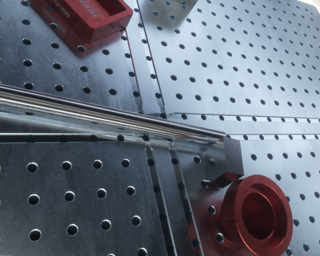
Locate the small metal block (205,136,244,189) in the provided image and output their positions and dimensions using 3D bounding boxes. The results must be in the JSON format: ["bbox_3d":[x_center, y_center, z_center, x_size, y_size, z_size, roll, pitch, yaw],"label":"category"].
[{"bbox_3d":[0.083,0.046,0.410,0.025,0.050,0.050,14,56,-18],"label":"small metal block"}]

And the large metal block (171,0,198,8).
[{"bbox_3d":[0.043,-0.280,0.569,0.081,0.080,0.050,11,57,-23],"label":"large metal block"}]

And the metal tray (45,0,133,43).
[{"bbox_3d":[-0.115,-0.195,0.462,0.130,0.030,0.091,47,51,4],"label":"metal tray"}]

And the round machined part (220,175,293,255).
[{"bbox_3d":[0.115,0.110,0.387,0.099,0.042,0.098,12,66,-28],"label":"round machined part"}]

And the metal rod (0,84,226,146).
[{"bbox_3d":[-0.048,-0.010,0.389,0.302,0.025,0.025,11,57,-22],"label":"metal rod"}]
